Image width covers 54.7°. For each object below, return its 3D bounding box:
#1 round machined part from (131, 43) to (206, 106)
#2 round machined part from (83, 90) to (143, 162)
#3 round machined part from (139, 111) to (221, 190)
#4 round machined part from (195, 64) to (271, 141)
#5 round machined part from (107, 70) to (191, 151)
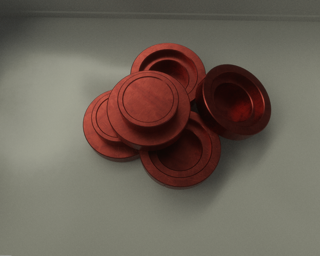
[{"bbox_3d":[0.011,-0.063,0.422,0.099,0.042,0.098,0,70,-1],"label":"round machined part"},{"bbox_3d":[-0.050,-0.008,0.399,0.099,0.042,0.098,0,70,-1],"label":"round machined part"},{"bbox_3d":[0.024,0.029,0.388,0.099,0.042,0.098,0,70,-1],"label":"round machined part"},{"bbox_3d":[0.089,-0.030,0.399,0.099,0.042,0.098,8,66,-19],"label":"round machined part"},{"bbox_3d":[-0.013,-0.026,0.362,0.099,0.042,0.098,0,70,-1],"label":"round machined part"}]
